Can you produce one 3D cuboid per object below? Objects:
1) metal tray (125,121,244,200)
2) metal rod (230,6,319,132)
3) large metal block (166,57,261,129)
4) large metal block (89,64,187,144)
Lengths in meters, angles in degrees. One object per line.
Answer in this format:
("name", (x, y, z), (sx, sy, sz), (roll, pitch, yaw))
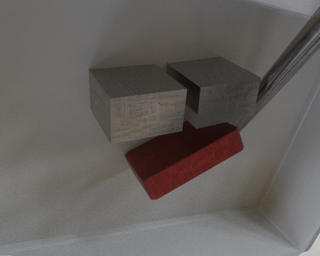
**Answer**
("metal tray", (0.028, 0.030, 0.399), (0.131, 0.090, 0.030), (-28, 113, -11))
("metal rod", (0.135, -0.062, 0.344), (0.025, 0.025, 0.299), (-18, 159, -18))
("large metal block", (0.061, -0.047, 0.379), (0.081, 0.080, 0.050), (-12, 124, -22))
("large metal block", (-0.027, -0.031, 0.340), (0.081, 0.080, 0.050), (-10, 123, -24))
